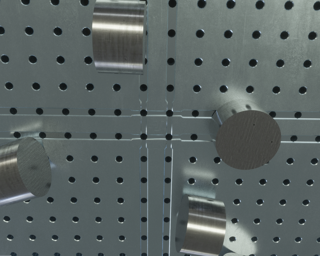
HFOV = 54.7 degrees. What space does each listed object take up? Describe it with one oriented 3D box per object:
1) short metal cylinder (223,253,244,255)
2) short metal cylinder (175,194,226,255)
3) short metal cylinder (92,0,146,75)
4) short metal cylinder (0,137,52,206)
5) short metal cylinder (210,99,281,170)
[{"bbox_3d":[0.120,0.240,0.474,0.080,0.080,0.050,22,109,-8],"label":"short metal cylinder"},{"bbox_3d":[0.055,0.137,0.435,0.050,0.080,0.079,11,110,-4],"label":"short metal cylinder"},{"bbox_3d":[-0.042,-0.101,0.346,0.050,0.080,0.079,2,110,-1],"label":"short metal cylinder"},{"bbox_3d":[-0.185,0.056,0.403,0.050,0.080,0.080,-15,110,5],"label":"short metal cylinder"},{"bbox_3d":[0.108,0.007,0.404,0.081,0.050,0.079,0,110,0],"label":"short metal cylinder"}]
